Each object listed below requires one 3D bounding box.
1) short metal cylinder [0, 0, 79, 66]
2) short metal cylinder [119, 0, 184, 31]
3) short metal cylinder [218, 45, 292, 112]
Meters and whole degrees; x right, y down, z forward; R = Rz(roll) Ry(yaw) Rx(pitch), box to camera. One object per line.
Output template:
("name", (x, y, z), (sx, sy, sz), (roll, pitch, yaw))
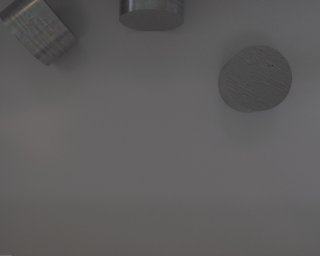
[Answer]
("short metal cylinder", (-0.147, -0.124, 0.383), (0.050, 0.080, 0.080), (-39, 90, 0))
("short metal cylinder", (-0.010, -0.157, 0.384), (0.081, 0.080, 0.050), (0, 90, 0))
("short metal cylinder", (0.120, -0.061, 0.400), (0.081, 0.050, 0.080), (0, 90, 0))
